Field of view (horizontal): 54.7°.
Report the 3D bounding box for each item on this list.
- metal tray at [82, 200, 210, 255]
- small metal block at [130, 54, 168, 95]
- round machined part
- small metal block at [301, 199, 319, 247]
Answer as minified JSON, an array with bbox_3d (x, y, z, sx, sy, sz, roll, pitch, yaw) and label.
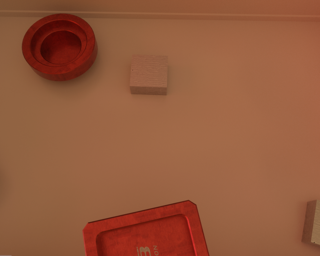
[{"bbox_3d":[-0.002,0.129,0.234,0.091,0.030,0.130,-12,70,-5],"label":"metal tray"},{"bbox_3d":[-0.015,-0.075,0.437,0.050,0.025,0.050,2,70,0],"label":"small metal block"},{"bbox_3d":[-0.138,-0.109,0.439,0.099,0.042,0.098,0,70,-1],"label":"round machined part"},{"bbox_3d":[0.203,0.119,0.369,0.050,0.025,0.050,17,71,5],"label":"small metal block"}]
